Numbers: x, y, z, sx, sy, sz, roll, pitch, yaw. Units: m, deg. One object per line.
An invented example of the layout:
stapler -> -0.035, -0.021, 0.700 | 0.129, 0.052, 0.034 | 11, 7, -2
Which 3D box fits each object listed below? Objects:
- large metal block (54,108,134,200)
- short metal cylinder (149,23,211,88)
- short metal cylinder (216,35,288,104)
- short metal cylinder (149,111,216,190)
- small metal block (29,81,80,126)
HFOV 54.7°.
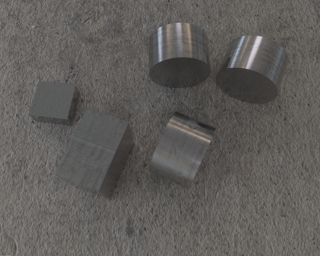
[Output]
large metal block -> -0.072, 0.034, 0.366 | 0.050, 0.080, 0.080 | 19, 71, 7
short metal cylinder -> 0.025, -0.094, 0.414 | 0.081, 0.080, 0.050 | -1, 70, -1
short metal cylinder -> 0.120, -0.075, 0.407 | 0.080, 0.080, 0.050 | 21, 72, 7
short metal cylinder -> 0.027, 0.026, 0.370 | 0.050, 0.080, 0.080 | 24, 72, 8
small metal block -> -0.141, -0.033, 0.419 | 0.050, 0.025, 0.050 | 7, 70, 2
